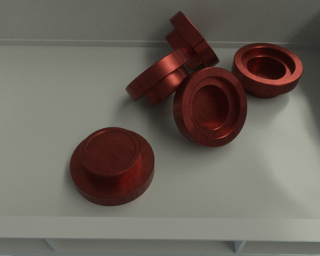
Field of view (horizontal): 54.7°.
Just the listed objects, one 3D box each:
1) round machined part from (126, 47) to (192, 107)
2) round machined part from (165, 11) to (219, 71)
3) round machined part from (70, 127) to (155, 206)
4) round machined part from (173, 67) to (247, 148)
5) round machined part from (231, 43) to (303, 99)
[{"bbox_3d":[0.005,-0.064,0.424,0.099,0.098,0.042,-38,94,-27],"label":"round machined part"},{"bbox_3d":[0.044,-0.126,0.476,0.042,0.098,0.098,-39,53,12],"label":"round machined part"},{"bbox_3d":[-0.056,0.037,0.362,0.099,0.042,0.098,0,50,0],"label":"round machined part"},{"bbox_3d":[0.059,-0.026,0.394,0.099,0.098,0.042,-29,15,-22],"label":"round machined part"},{"bbox_3d":[0.157,-0.082,0.465,0.099,0.042,0.098,0,50,0],"label":"round machined part"}]
